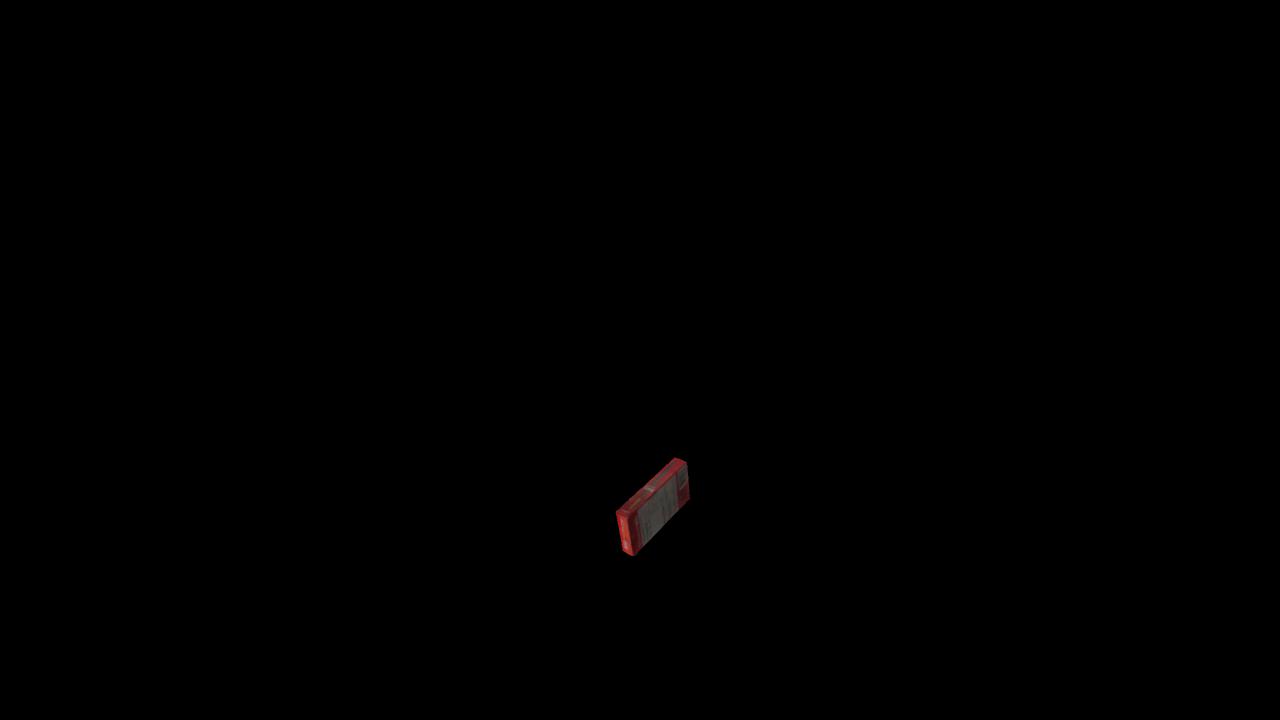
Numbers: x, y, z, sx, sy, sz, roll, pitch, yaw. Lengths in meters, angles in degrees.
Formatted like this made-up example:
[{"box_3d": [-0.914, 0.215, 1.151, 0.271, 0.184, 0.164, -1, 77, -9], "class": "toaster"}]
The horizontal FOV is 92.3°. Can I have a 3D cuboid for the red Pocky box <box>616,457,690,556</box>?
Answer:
[{"box_3d": [0.024, 0.228, 0.971, 0.028, 0.083, 0.155, 17, 37, 35], "class": "red Pocky box"}]
